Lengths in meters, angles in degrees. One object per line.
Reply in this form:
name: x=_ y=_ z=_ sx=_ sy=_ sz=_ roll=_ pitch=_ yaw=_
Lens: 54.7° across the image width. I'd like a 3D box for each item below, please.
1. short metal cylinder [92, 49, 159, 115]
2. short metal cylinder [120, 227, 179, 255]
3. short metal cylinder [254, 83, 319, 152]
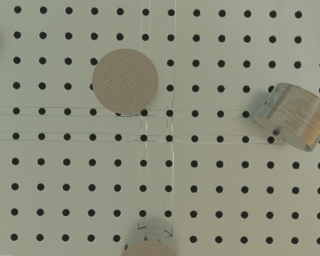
short metal cylinder: x=-0.042 y=-0.057 z=0.400 sx=0.081 sy=0.050 sz=0.079 roll=0 pitch=90 yaw=0
short metal cylinder: x=-0.013 y=0.176 z=0.401 sx=0.081 sy=0.050 sz=0.079 roll=0 pitch=90 yaw=0
short metal cylinder: x=0.167 y=-0.013 z=0.387 sx=0.080 sy=0.080 sz=0.050 roll=34 pitch=90 yaw=0
